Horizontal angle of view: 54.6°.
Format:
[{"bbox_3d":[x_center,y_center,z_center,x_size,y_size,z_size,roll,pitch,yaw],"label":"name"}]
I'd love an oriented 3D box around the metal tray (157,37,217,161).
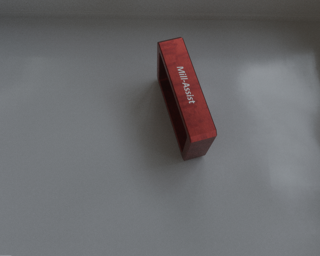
[{"bbox_3d":[0.028,-0.033,0.385,0.030,0.090,0.130,-15,71,-6],"label":"metal tray"}]
